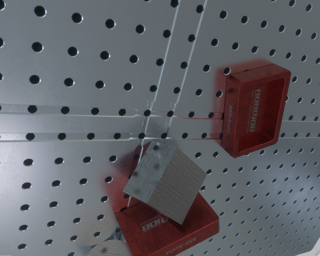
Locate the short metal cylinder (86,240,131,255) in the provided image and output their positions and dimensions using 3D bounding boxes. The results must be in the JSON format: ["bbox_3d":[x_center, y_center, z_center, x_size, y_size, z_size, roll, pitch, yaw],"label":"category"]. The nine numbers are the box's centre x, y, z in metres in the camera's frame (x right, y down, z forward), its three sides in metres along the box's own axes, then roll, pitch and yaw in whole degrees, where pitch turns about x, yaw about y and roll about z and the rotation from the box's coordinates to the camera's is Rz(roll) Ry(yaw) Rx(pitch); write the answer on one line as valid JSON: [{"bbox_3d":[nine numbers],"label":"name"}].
[{"bbox_3d":[-0.073,0.220,0.472,0.081,0.080,0.050,-22,127,-15],"label":"short metal cylinder"}]

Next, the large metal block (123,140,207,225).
[{"bbox_3d":[0.009,0.075,0.428,0.080,0.050,0.080,43,69,-39],"label":"large metal block"}]

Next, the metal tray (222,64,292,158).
[{"bbox_3d":[0.144,-0.024,0.471,0.091,0.030,0.129,-16,125,-20],"label":"metal tray"}]

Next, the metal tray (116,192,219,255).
[{"bbox_3d":[0.011,0.141,0.462,0.131,0.090,0.030,-22,127,-16],"label":"metal tray"}]
